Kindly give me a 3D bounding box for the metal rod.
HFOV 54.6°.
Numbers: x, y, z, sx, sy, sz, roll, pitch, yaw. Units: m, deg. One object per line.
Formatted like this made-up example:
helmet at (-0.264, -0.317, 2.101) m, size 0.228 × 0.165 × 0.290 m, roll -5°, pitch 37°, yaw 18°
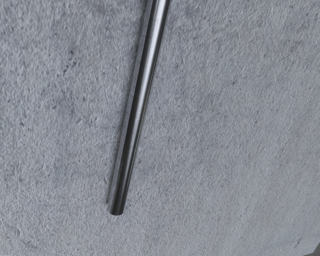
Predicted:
metal rod at (-0.030, -0.015, 0.380) m, size 0.025 × 0.025 × 0.298 m, roll 0°, pitch 119°, yaw -28°
